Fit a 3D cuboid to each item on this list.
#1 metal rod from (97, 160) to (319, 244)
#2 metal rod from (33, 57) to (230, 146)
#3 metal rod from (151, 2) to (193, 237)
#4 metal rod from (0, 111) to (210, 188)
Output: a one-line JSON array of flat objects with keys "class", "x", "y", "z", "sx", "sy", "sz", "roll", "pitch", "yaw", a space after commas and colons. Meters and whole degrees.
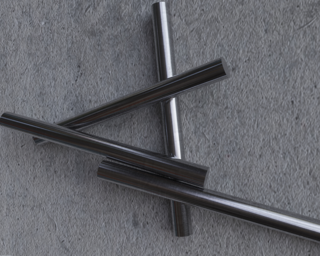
[{"class": "metal rod", "x": 0.069, "y": 0.088, "z": 0.364, "sx": 0.301, "sy": 0.025, "sz": 0.025, "roll": 14, "pitch": 95, "yaw": 11}, {"class": "metal rod", "x": -0.056, "y": -0.026, "z": 0.409, "sx": 0.300, "sy": 0.025, "sz": 0.025, "roll": -18, "pitch": 84, "yaw": 26}, {"class": "metal rod", "x": 0.015, "y": -0.013, "z": 0.403, "sx": 0.025, "sy": 0.025, "sz": 0.298, "roll": -6, "pitch": 88, "yaw": 20}, {"class": "metal rod", "x": -0.085, "y": 0.023, "z": 0.407, "sx": 0.301, "sy": 0.025, "sz": 0.025, "roll": 14, "pitch": 95, "yaw": 17}]
